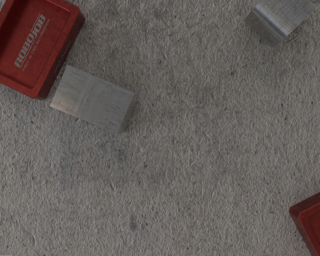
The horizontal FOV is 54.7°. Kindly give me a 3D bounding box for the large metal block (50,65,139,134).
[{"bbox_3d":[-0.075,-0.032,0.382,0.080,0.080,0.050,23,90,0],"label":"large metal block"}]

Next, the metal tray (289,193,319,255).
[{"bbox_3d":[0.252,0.121,0.409,0.130,0.030,0.090,-27,90,0],"label":"metal tray"}]

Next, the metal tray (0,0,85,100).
[{"bbox_3d":[-0.169,-0.113,0.405,0.090,0.030,0.130,26,90,0],"label":"metal tray"}]

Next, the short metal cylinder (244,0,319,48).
[{"bbox_3d":[0.151,-0.147,0.383,0.050,0.080,0.080,44,90,0],"label":"short metal cylinder"}]
